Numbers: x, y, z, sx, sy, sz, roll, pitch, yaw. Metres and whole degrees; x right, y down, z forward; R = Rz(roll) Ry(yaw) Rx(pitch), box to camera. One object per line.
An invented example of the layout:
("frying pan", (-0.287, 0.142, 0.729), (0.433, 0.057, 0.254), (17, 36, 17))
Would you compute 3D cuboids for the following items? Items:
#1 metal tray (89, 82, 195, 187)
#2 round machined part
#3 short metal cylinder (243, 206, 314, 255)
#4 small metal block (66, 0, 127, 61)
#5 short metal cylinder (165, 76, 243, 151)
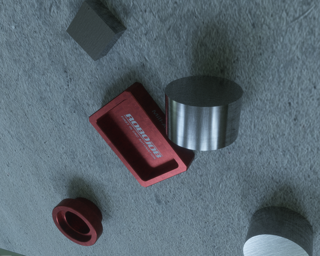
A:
("metal tray", (-0.026, 0.013, 0.425), (0.090, 0.030, 0.130), (-30, 102, 37))
("round machined part", (-0.148, 0.169, 0.578), (0.098, 0.042, 0.097), (13, 124, 21))
("short metal cylinder", (0.154, 0.150, 0.402), (0.080, 0.050, 0.079), (13, 124, 21))
("small metal block", (-0.077, -0.119, 0.374), (0.050, 0.025, 0.050), (47, 129, -5))
("short metal cylinder", (0.046, -0.019, 0.336), (0.080, 0.080, 0.050), (12, 123, 22))
